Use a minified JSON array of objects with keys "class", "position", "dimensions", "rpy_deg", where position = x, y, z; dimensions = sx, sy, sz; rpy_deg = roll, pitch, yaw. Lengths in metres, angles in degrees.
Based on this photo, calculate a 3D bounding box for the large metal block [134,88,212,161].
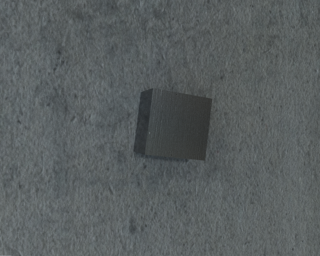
[{"class":"large metal block","position":[0.016,-0.003,0.403],"dimensions":[0.081,0.050,0.080],"rpy_deg":[8,87,-20]}]
